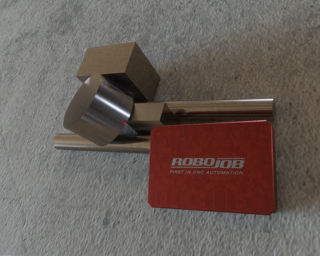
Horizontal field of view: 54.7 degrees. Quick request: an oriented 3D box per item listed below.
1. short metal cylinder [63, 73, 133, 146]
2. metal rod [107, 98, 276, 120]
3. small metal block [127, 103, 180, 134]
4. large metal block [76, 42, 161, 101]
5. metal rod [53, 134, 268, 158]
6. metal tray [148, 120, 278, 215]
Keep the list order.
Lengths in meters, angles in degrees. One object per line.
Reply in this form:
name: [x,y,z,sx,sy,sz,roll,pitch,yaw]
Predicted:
short metal cylinder: [-0.080,-0.023,0.398,0.080,0.050,0.080,-35,37,33]
metal rod: [-0.003,-0.024,0.421,0.300,0.025,0.025,1,62,28]
small metal block: [-0.009,-0.008,0.397,0.050,0.050,0.025,1,62,28]
large metal block: [-0.057,-0.073,0.443,0.080,0.080,0.050,1,62,28]
metal rod: [-0.019,0.021,0.402,0.300,0.025,0.025,0,62,27]
metal tray: [0.053,0.042,0.330,0.130,0.030,0.090,-3,78,25]
